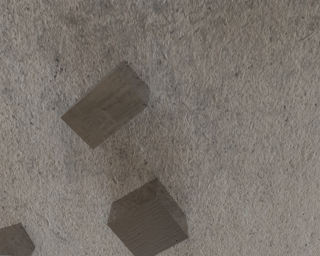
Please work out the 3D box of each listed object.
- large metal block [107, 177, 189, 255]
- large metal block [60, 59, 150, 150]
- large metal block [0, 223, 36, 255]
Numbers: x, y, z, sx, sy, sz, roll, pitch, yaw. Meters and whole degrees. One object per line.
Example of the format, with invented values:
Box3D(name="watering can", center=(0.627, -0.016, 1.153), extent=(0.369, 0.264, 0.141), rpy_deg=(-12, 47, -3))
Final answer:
Box3D(name="large metal block", center=(-0.016, 0.132, 0.445), extent=(0.080, 0.050, 0.080), rpy_deg=(-32, 107, 11))
Box3D(name="large metal block", center=(-0.060, -0.031, 0.368), extent=(0.080, 0.080, 0.050), rpy_deg=(-38, 106, 13))
Box3D(name="large metal block", center=(-0.243, 0.193, 0.449), extent=(0.080, 0.080, 0.050), rpy_deg=(-18, 109, 6))
